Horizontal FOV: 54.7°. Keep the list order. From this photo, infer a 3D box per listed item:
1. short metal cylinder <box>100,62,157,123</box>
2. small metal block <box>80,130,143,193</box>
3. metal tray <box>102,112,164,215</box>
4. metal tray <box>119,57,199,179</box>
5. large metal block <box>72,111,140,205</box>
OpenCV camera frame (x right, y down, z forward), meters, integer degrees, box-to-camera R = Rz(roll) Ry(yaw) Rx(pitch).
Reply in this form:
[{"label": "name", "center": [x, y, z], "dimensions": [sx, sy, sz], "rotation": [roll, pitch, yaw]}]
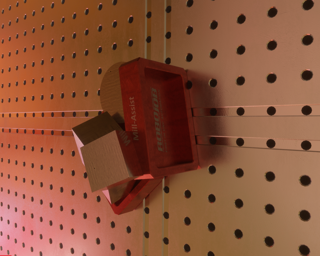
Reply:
[{"label": "short metal cylinder", "center": [-0.036, -0.046, 0.420], "dimensions": [0.080, 0.050, 0.079], "rotation": [0, 90, 39]}, {"label": "small metal block", "center": [-0.052, 0.035, 0.327], "dimensions": [0.050, 0.025, 0.050], "rotation": [-25, 74, 25]}, {"label": "metal tray", "center": [-0.061, 0.047, 0.452], "dimensions": [0.090, 0.030, 0.130], "rotation": [-50, 61, 28]}, {"label": "metal tray", "center": [0.001, -0.010, 0.364], "dimensions": [0.030, 0.091, 0.129], "rotation": [-12, 83, 39]}, {"label": "large metal block", "center": [-0.066, 0.039, 0.405], "dimensions": [0.080, 0.050, 0.080], "rotation": [47, 153, 29]}]
